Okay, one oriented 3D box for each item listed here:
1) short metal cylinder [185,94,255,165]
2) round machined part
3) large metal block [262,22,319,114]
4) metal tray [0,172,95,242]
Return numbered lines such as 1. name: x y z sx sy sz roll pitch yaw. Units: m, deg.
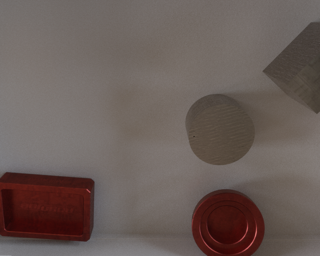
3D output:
1. short metal cylinder: 0.075 0.001 0.399 0.081 0.050 0.079 0 110 -1
2. round machined part: 0.095 0.135 0.444 0.099 0.042 0.097 0 93 5
3. large metal block: 0.178 -0.072 0.358 0.050 0.080 0.080 39 105 -14
4. metal tray: -0.164 0.115 0.448 0.131 0.030 0.089 5 110 -3
